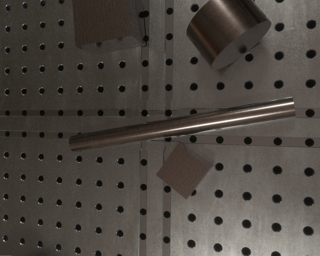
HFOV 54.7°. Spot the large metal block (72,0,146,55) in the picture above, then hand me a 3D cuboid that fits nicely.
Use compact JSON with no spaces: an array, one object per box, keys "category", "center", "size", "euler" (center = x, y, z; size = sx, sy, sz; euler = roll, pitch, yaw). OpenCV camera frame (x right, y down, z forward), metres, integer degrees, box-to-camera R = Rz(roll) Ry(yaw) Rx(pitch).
[{"category":"large metal block","center":[-0.069,-0.151,0.423],"size":[0.080,0.050,0.080],"euler":[-5,88,19]}]

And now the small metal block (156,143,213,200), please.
[{"category":"small metal block","center":[0.032,0.055,0.401],"size":[0.050,0.025,0.050],"euler":[37,102,15]}]

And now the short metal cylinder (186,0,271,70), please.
[{"category":"short metal cylinder","center":[0.078,-0.112,0.356],"size":[0.080,0.080,0.050],"euler":[-37,79,16]}]

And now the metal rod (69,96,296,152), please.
[{"category":"metal rod","center":[0.014,-0.001,0.406],"size":[0.301,0.025,0.025],"euler":[-10,87,19]}]
